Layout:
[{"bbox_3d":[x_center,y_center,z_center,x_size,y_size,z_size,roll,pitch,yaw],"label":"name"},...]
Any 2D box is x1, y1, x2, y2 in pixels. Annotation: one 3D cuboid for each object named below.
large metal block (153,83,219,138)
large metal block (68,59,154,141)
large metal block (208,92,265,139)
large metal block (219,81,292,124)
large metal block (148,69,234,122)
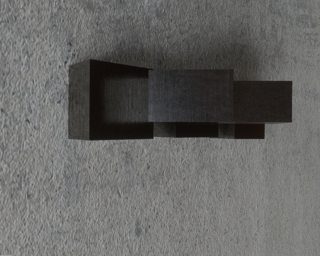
[{"bbox_3d":[0.034,-0.028,0.421,0.081,0.050,0.079,1,90,-40],"label":"large metal block"},{"bbox_3d":[-0.054,-0.028,0.346,0.081,0.050,0.079,0,90,-40],"label":"large metal block"},{"bbox_3d":[0.124,-0.023,0.497,0.081,0.050,0.079,2,89,-40],"label":"large metal block"},{"bbox_3d":[0.121,-0.031,0.412,0.080,0.080,0.050,1,89,4],"label":"large metal block"},{"bbox_3d":[0.032,-0.031,0.334,0.080,0.080,0.050,-11,101,-85],"label":"large metal block"}]
